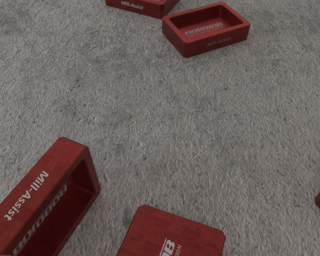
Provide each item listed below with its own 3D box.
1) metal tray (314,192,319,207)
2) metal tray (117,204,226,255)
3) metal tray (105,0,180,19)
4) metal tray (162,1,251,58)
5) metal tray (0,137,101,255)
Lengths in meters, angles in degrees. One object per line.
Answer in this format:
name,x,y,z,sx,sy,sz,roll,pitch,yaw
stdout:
metal tray,0.251,0.073,0.339,0.131,0.030,0.090,-28,55,-22
metal tray,0.000,0.144,0.279,0.090,0.030,0.130,16,52,13
metal tray,-0.034,-0.269,0.625,0.130,0.030,0.090,20,53,16
metal tray,0.080,-0.177,0.548,0.131,0.030,0.090,-21,53,-17
metal tray,-0.109,0.083,0.289,0.030,0.090,0.130,20,53,16
